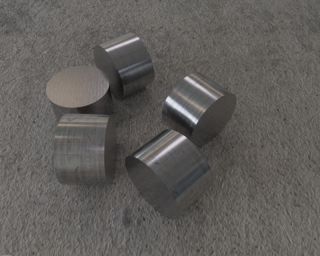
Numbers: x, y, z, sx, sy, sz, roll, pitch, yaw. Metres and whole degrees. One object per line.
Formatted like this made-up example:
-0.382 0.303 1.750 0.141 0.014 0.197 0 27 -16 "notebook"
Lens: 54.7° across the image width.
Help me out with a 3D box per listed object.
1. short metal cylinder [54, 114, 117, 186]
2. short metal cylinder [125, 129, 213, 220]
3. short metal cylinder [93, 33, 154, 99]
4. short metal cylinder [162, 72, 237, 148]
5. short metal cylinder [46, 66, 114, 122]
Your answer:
-0.080 0.024 0.347 0.050 0.080 0.080 1 50 1 "short metal cylinder"
0.008 0.048 0.327 0.050 0.080 0.080 -36 59 -26 "short metal cylinder"
-0.052 -0.088 0.441 0.050 0.080 0.080 -30 56 -22 "short metal cylinder"
0.049 -0.022 0.386 0.080 0.080 0.050 -34 58 -25 "short metal cylinder"
-0.106 -0.039 0.419 0.080 0.050 0.080 0 50 0 "short metal cylinder"
